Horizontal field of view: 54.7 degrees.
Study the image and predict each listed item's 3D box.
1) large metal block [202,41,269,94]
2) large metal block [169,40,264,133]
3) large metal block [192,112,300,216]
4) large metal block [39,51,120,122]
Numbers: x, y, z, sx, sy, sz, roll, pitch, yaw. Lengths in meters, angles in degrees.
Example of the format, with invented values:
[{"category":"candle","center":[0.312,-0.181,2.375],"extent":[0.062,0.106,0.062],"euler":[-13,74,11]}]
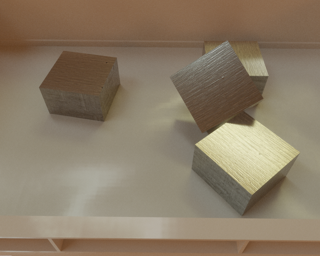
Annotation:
[{"category":"large metal block","center":[0.106,-0.085,0.461],"extent":[0.080,0.050,0.080],"euler":[0,50,0]},{"category":"large metal block","center":[0.071,-0.048,0.389],"extent":[0.080,0.050,0.080],"euler":[-31,83,13]},{"category":"large metal block","center":[0.095,0.038,0.357],"extent":[0.080,0.050,0.080],"euler":[-32,57,-24]},{"category":"large metal block","center":[-0.109,-0.060,0.439],"extent":[0.080,0.050,0.080],"euler":[9,51,7]}]
